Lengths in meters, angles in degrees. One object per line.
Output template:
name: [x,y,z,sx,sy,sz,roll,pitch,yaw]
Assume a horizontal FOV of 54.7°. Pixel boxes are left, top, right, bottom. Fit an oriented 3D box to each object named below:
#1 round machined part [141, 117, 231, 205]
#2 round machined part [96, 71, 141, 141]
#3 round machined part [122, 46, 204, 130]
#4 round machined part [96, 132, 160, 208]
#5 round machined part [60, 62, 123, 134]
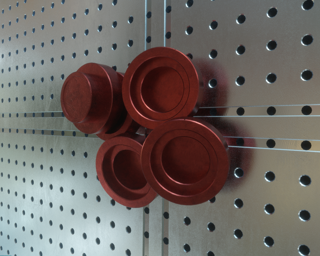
round machined part: [0.031,0.035,0.355,0.098,0.042,0.097,3,101,18]
round machined part: [-0.057,-0.030,0.442,0.098,0.042,0.097,0,90,39]
round machined part: [0.006,-0.046,0.379,0.098,0.042,0.097,1,91,23]
round machined part: [-0.034,0.052,0.413,0.098,0.042,0.097,8,108,27]
round machined part: [-0.098,-0.040,0.422,0.098,0.042,0.097,0,90,39]
